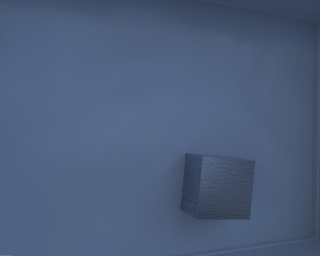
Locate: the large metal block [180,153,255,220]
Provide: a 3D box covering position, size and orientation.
[{"bbox_3d":[0.079,0.079,0.428,0.081,0.050,0.080,7,88,-20],"label":"large metal block"}]
